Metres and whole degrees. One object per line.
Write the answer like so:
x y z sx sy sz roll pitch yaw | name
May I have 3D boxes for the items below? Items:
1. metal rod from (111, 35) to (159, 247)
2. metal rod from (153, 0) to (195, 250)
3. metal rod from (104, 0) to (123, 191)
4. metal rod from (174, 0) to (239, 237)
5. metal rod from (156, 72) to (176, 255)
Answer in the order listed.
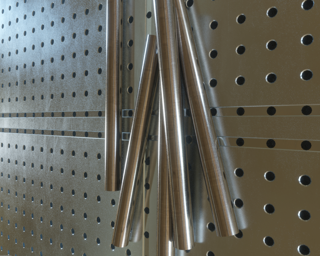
-0.032 0.024 0.433 0.025 0.025 0.298 17 101 38 | metal rod
0.017 -0.003 0.373 0.025 0.025 0.298 -2 95 39 | metal rod
-0.069 -0.057 0.463 0.025 0.025 0.298 1 91 39 | metal rod
0.046 -0.026 0.369 0.025 0.025 0.298 -19 78 38 | metal rod
0.009 0.054 0.399 0.025 0.025 0.298 2 91 39 | metal rod
